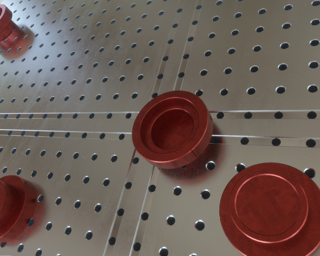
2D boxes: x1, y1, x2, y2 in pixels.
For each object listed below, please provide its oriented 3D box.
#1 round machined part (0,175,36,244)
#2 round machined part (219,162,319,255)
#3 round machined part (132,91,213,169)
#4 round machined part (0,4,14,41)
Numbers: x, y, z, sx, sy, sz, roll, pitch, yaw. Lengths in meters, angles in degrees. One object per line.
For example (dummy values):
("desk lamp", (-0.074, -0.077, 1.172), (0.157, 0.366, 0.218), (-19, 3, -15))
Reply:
("round machined part", (-0.233, 0.113, 0.448), (0.098, 0.042, 0.098), (-13, 56, 20))
("round machined part", (0.104, 0.078, 0.295), (0.098, 0.042, 0.098), (-13, 56, 20))
("round machined part", (0.018, 0.005, 0.383), (0.098, 0.042, 0.098), (-13, 56, 20))
("round machined part", (-0.398, -0.251, 0.755), (0.098, 0.042, 0.098), (-13, 56, 20))
